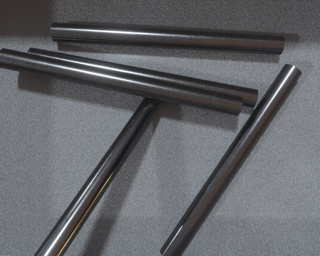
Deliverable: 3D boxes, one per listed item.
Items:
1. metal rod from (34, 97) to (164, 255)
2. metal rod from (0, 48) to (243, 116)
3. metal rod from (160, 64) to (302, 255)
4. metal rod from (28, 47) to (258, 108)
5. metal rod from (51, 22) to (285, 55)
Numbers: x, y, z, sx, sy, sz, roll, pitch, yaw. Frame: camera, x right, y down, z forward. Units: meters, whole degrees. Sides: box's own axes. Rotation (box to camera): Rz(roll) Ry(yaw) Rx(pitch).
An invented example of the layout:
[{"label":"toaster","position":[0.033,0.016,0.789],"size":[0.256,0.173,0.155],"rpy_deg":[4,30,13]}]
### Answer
[{"label":"metal rod","position":[-0.079,0.075,0.348],"size":[0.025,0.025,0.300],"rpy_deg":[33,64,0]},{"label":"metal rod","position":[-0.047,-0.057,0.388],"size":[0.302,0.025,0.025],"rpy_deg":[11,90,-1]},{"label":"metal rod","position":[0.094,0.046,0.412],"size":[0.025,0.025,0.299],"rpy_deg":[34,90,-1]},{"label":"metal rod","position":[-0.022,-0.066,0.411],"size":[0.302,0.025,0.025],"rpy_deg":[10,90,-1]},{"label":"metal rod","position":[0.011,-0.118,0.411],"size":[0.302,0.025,0.025],"rpy_deg":[3,90,-1]}]
